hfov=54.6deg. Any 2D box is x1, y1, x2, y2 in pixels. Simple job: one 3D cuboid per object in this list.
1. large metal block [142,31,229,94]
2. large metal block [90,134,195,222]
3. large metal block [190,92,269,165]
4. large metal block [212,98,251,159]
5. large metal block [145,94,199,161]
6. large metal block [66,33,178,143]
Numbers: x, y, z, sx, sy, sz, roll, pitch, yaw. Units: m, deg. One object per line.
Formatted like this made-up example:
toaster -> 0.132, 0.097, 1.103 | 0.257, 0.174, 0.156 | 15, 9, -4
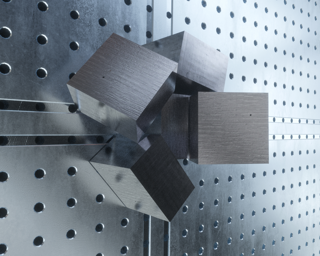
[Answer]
large metal block -> 0.027, -0.075, 0.395 | 0.080, 0.080, 0.050 | 17, 79, -39
large metal block -> -0.020, 0.053, 0.354 | 0.050, 0.080, 0.080 | -48, 119, -30
large metal block -> 0.079, 0.000, 0.368 | 0.080, 0.050, 0.080 | 0, 89, -6
large metal block -> 0.089, 0.000, 0.436 | 0.050, 0.080, 0.080 | 0, 90, -2
large metal block -> 0.016, -0.001, 0.405 | 0.081, 0.050, 0.080 | 1, 90, -40
large metal block -> -0.037, -0.044, 0.333 | 0.080, 0.080, 0.050 | -56, 167, -25
